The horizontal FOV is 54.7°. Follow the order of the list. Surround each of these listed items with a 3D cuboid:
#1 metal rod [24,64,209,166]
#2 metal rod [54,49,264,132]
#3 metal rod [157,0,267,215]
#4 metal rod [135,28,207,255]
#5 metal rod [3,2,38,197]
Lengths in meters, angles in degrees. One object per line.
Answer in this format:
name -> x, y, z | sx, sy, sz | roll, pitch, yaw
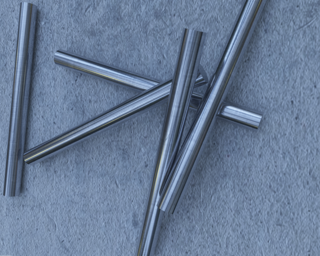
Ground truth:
metal rod -> -0.075, -0.008, 0.418 | 0.300, 0.025, 0.025 | -24, 82, 24
metal rod -> -0.015, -0.056, 0.414 | 0.301, 0.025, 0.025 | 20, 97, 18
metal rod -> 0.066, -0.044, 0.360 | 0.025, 0.025, 0.299 | 23, 88, 18
metal rod -> 0.008, 0.036, 0.370 | 0.025, 0.025, 0.298 | 18, 110, 19
metal rod -> -0.220, -0.043, 0.486 | 0.025, 0.025, 0.298 | 7, 92, 20
